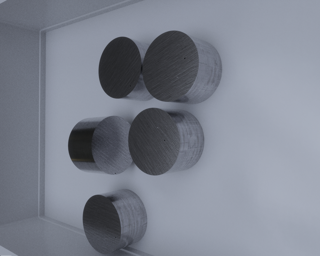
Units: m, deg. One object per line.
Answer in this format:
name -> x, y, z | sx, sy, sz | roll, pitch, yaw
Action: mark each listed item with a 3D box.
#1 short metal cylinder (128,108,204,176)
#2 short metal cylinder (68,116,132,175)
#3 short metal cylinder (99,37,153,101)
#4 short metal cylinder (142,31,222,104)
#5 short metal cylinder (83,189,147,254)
short metal cylinder -> 0.007, 0.016, 0.383 | 0.080, 0.050, 0.079 | 0, 90, 39
short metal cylinder -> -0.079, 0.024, 0.434 | 0.050, 0.081, 0.079 | -3, 88, 40
short metal cylinder -> -0.037, -0.078, 0.419 | 0.080, 0.050, 0.079 | 0, 90, 39
short metal cylinder -> 0.026, -0.069, 0.368 | 0.080, 0.050, 0.079 | 0, 90, 39
short metal cylinder -> -0.065, 0.131, 0.442 | 0.080, 0.050, 0.079 | 0, 90, 39
